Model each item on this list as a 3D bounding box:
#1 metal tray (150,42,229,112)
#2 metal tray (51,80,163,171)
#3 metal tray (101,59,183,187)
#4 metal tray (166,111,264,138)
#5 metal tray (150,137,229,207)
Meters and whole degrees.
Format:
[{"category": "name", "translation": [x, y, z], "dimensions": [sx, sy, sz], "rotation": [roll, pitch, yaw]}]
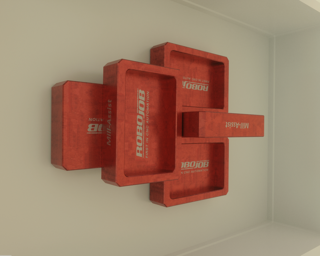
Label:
[{"category": "metal tray", "translation": [0.046, -0.064, 0.442], "dimensions": [0.131, 0.030, 0.089], "rotation": [1, 90, -40]}, {"category": "metal tray", "translation": [-0.055, -0.002, 0.355], "dimensions": [0.131, 0.030, 0.089], "rotation": [0, 90, -40]}, {"category": "metal tray", "translation": [-0.018, -0.005, 0.348], "dimensions": [0.091, 0.030, 0.129], "rotation": [1, 89, -40]}, {"category": "metal tray", "translation": [0.068, -0.004, 0.420], "dimensions": [0.131, 0.090, 0.030], "rotation": [1, 90, -40]}, {"category": "metal tray", "translation": [0.046, 0.056, 0.442], "dimensions": [0.131, 0.030, 0.089], "rotation": [1, 90, -40]}]
